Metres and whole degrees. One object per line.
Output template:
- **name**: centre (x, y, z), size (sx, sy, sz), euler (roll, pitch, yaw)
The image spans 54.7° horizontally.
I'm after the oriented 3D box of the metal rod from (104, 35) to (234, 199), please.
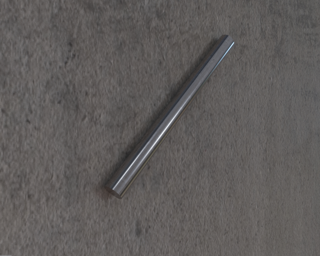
- **metal rod**: centre (0.026, -0.032, 0.428), size (0.025, 0.025, 0.301), euler (52, 59, -28)
